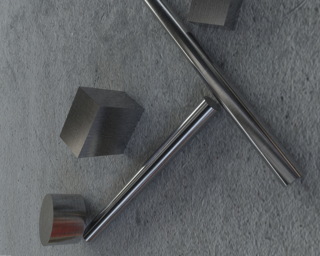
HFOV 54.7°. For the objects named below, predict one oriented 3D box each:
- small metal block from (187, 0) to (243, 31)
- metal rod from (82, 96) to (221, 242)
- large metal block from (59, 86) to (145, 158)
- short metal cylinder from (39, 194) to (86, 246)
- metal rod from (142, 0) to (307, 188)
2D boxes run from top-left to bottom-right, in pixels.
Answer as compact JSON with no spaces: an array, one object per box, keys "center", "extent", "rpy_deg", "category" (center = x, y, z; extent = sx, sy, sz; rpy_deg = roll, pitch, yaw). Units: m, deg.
[{"center":[0.064,-0.141,0.351],"extent":[0.050,0.025,0.050],"rpy_deg":[23,104,37],"category":"small metal block"},{"center":[-0.026,0.071,0.424],"extent":[0.299,0.025,0.025],"rpy_deg":[-49,61,28],"category":"metal rod"},{"center":[-0.080,-0.008,0.433],"extent":[0.050,0.081,0.079],"rpy_deg":[41,115,32],"category":"large metal block"},{"center":[-0.159,0.147,0.502],"extent":[0.080,0.050,0.080],"rpy_deg":[-19,67,53],"category":"short metal cylinder"},{"center":[0.057,-0.066,0.356],"extent":[0.025,0.025,0.299],"rpy_deg":[-46,63,30],"category":"metal rod"}]
